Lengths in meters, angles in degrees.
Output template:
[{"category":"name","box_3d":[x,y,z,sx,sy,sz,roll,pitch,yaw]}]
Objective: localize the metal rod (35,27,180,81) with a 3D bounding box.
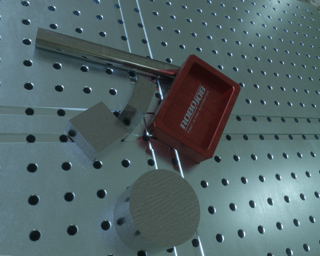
[{"category":"metal rod","box_3d":[-0.020,-0.091,0.453,0.302,0.025,0.025,10,57,-23]}]

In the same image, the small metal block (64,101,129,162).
[{"category":"small metal block","box_3d":[-0.074,0.003,0.367,0.050,0.025,0.050,48,51,5]}]

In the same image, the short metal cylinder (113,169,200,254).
[{"category":"short metal cylinder","box_3d":[-0.004,0.091,0.336,0.081,0.050,0.080,14,56,-21]}]

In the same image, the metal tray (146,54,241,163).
[{"category":"metal tray","box_3d":[0.050,-0.028,0.432,0.090,0.030,0.130,32,64,-8]}]

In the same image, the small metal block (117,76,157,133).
[{"category":"small metal block","box_3d":[-0.031,-0.030,0.395,0.025,0.050,0.050,27,52,-12]}]
